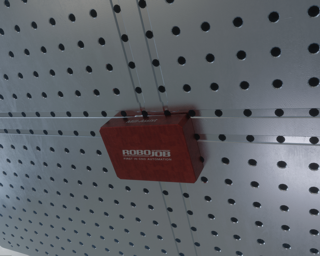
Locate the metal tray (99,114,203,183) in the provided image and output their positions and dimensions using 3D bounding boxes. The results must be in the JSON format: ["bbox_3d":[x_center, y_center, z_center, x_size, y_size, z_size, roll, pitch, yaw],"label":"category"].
[{"bbox_3d":[-0.013,0.030,0.434,0.130,0.030,0.090,-2,117,29],"label":"metal tray"}]
